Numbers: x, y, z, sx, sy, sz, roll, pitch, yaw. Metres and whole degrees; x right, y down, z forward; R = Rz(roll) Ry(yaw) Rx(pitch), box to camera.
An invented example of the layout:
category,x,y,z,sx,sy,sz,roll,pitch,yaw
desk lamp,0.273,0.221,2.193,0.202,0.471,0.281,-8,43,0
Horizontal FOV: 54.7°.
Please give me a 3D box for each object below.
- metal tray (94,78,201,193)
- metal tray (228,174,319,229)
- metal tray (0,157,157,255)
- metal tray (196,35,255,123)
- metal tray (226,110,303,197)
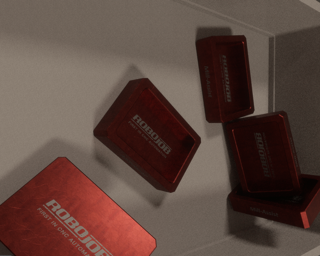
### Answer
category,x,y,z,sx,sy,sz,roll,pitch,yaw
metal tray,-0.009,0.012,0.397,0.130,0.030,0.090,46,62,-31
metal tray,0.190,0.108,0.501,0.091,0.130,0.030,-34,112,-35
metal tray,-0.080,0.101,0.291,0.130,0.030,0.090,40,59,8
metal tray,0.107,-0.079,0.495,0.091,0.030,0.129,-15,100,-39
metal tray,0.168,0.044,0.497,0.030,0.090,0.129,-26,102,-56
